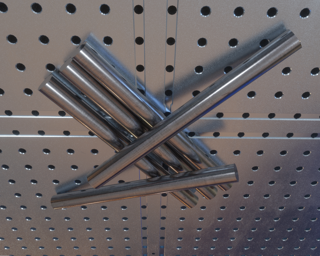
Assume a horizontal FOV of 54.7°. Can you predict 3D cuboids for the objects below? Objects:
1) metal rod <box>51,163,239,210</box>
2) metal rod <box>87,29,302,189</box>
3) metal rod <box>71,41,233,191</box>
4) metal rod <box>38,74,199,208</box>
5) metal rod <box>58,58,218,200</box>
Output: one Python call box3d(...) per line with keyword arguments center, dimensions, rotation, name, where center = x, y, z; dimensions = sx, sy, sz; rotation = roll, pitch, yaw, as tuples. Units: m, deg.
box3d(center=(-0.036, 0.091, 0.461), dimensions=(0.301, 0.025, 0.025), rotation=(-13, 130, 21), name="metal rod")
box3d(center=(0.028, -0.012, 0.375), dimensions=(0.300, 0.025, 0.025), rotation=(-36, 122, 16), name="metal rod")
box3d(center=(0.008, 0.001, 0.413), dimensions=(0.025, 0.025, 0.300), rotation=(-33, 123, 24), name="metal rod")
box3d(center=(-0.041, 0.034, 0.440), dimensions=(0.025, 0.025, 0.300), rotation=(-32, 124, 24), name="metal rod")
box3d(center=(-0.012, 0.017, 0.425), dimensions=(0.025, 0.025, 0.300), rotation=(-32, 124, 24), name="metal rod")
